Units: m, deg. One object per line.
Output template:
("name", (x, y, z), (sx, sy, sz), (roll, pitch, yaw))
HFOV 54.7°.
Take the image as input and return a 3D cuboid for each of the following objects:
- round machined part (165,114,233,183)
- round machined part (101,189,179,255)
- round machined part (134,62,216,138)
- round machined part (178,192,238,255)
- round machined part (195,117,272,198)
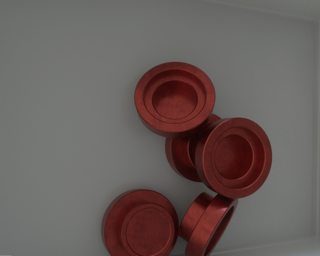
("round machined part", (0.060, 0.026, 0.425), (0.099, 0.042, 0.097), (0, 90, -21))
("round machined part", (-0.020, 0.127, 0.388), (0.099, 0.042, 0.097), (3, 81, -21))
("round machined part", (0.019, -0.032, 0.394), (0.099, 0.042, 0.098), (-1, 67, 3))
("round machined part", (0.060, 0.124, 0.407), (0.042, 0.098, 0.098), (29, 77, 25))
("round machined part", (0.088, 0.036, 0.391), (0.099, 0.042, 0.097), (0, 90, -20))
